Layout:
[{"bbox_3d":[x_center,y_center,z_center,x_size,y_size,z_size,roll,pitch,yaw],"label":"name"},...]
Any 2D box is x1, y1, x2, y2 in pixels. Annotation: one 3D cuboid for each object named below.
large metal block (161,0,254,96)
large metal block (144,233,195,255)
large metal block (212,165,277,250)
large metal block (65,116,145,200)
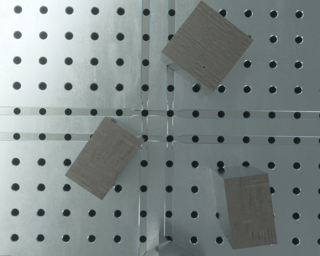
[{"bbox_3d":[0.058,-0.100,0.401,0.080,0.050,0.080,38,90,0],"label":"large metal block"},{"bbox_3d":[0.019,0.187,0.386,0.080,0.080,0.050,32,90,0],"label":"large metal block"},{"bbox_3d":[0.101,0.093,0.387,0.050,0.080,0.080,-8,90,0],"label":"large metal block"},{"bbox_3d":[-0.063,0.034,0.386,0.050,0.080,0.080,34,90,0],"label":"large metal block"}]
